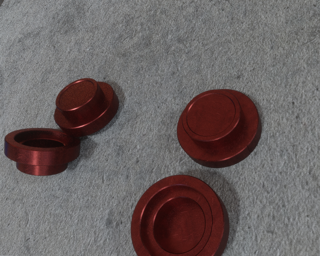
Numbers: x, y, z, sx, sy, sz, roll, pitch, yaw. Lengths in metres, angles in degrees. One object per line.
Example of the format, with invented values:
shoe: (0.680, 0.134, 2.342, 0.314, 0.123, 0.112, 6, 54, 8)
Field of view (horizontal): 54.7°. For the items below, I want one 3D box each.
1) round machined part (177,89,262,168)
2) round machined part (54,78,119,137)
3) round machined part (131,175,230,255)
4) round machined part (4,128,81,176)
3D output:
round machined part: (0.065, -0.006, 0.363, 0.098, 0.042, 0.098, -13, 56, 21)
round machined part: (-0.115, -0.037, 0.464, 0.098, 0.042, 0.098, -12, 47, 13)
round machined part: (0.023, 0.101, 0.319, 0.098, 0.042, 0.098, -13, 56, 21)
round machined part: (-0.164, 0.034, 0.435, 0.098, 0.099, 0.042, 20, 108, 35)
